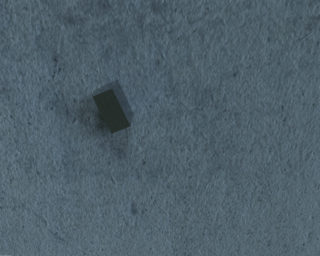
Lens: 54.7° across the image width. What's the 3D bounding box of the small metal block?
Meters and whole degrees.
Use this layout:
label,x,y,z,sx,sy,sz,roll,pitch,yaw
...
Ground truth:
label,x,y,z,sx,sy,sz,roll,pitch,yaw
small metal block,-0.057,-0.028,0.386,0.025,0.050,0.050,-22,109,7
